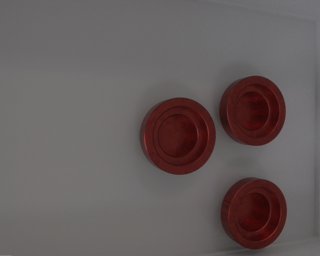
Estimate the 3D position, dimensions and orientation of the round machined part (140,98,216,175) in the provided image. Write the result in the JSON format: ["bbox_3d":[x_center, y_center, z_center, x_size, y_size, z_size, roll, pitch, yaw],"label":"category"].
[{"bbox_3d":[0.020,0.010,0.409,0.099,0.042,0.097,0,90,-20],"label":"round machined part"}]

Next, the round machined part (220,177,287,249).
[{"bbox_3d":[0.130,0.120,0.449,0.099,0.042,0.097,0,90,-20],"label":"round machined part"}]

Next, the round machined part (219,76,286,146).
[{"bbox_3d":[0.128,-0.024,0.449,0.099,0.042,0.097,0,90,-20],"label":"round machined part"}]
